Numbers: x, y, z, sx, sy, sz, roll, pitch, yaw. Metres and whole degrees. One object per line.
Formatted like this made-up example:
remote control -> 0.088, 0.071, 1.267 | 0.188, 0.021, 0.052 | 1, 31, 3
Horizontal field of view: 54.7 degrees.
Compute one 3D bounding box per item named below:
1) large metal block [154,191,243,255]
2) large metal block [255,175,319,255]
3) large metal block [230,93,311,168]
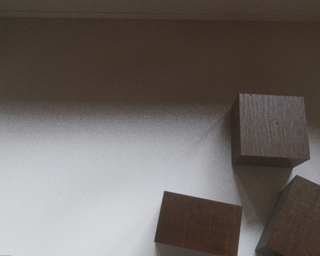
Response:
large metal block -> 0.038, 0.107, 0.342 | 0.080, 0.080, 0.050 | 11, 71, 3
large metal block -> 0.150, 0.108, 0.339 | 0.050, 0.080, 0.080 | 26, 72, 19
large metal block -> 0.137, 0.005, 0.396 | 0.081, 0.050, 0.080 | 3, 70, 1
